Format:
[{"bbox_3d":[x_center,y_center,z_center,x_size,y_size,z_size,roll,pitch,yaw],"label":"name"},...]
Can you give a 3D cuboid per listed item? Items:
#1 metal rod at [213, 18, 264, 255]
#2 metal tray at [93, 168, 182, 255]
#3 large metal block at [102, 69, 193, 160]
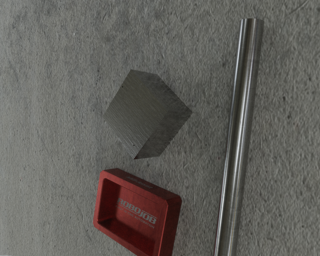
[{"bbox_3d":[0.082,0.036,0.337,0.025,0.025,0.298,9,96,39],"label":"metal rod"},{"bbox_3d":[-0.036,0.118,0.431,0.130,0.030,0.089,16,100,38],"label":"metal tray"},{"bbox_3d":[-0.018,-0.017,0.404,0.080,0.050,0.080,50,120,28],"label":"large metal block"}]
